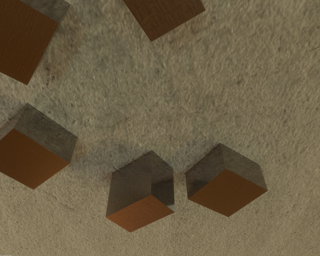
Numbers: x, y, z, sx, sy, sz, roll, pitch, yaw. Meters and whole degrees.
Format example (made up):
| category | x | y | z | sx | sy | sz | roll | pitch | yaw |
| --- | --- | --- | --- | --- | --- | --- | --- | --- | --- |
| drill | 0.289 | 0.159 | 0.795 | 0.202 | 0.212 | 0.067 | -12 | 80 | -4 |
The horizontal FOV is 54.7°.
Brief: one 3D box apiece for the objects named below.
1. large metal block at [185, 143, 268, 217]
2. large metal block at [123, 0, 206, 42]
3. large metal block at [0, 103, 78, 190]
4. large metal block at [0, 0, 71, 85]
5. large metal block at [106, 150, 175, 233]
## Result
| category | x | y | z | sx | sy | sz | roll | pitch | yaw |
| --- | --- | --- | --- | --- | --- | --- | --- | --- | --- |
| large metal block | 0.096 | 0.079 | 0.460 | 0.080 | 0.050 | 0.080 | 28 | 124 | -22 |
| large metal block | -0.007 | -0.133 | 0.258 | 0.050 | 0.080 | 0.080 | -25 | 126 | 20 |
| large metal block | -0.172 | 0.027 | 0.411 | 0.080 | 0.050 | 0.080 | -34 | 123 | 25 |
| large metal block | -0.147 | -0.102 | 0.302 | 0.080 | 0.050 | 0.080 | 28 | 125 | -22 |
| large metal block | -0.027 | 0.092 | 0.449 | 0.080 | 0.080 | 0.050 | -31 | 124 | 23 |
